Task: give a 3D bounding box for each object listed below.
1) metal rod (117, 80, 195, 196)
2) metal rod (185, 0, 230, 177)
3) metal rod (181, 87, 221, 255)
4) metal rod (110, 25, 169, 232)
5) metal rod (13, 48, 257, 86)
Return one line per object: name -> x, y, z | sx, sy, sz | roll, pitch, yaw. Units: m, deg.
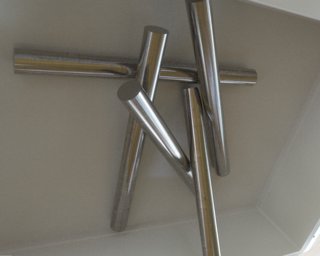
metal rod -> 0.024, 0.042, 0.411 | 0.025, 0.025, 0.300 | -38, 141, -3
metal rod -> 0.070, -0.028, 0.404 | 0.025, 0.025, 0.299 | -29, 137, -10
metal rod -> 0.061, 0.095, 0.420 | 0.025, 0.025, 0.298 | -11, 97, -23
metal rod -> -0.033, 0.024, 0.386 | 0.025, 0.025, 0.298 | -5, 127, -26
metal rod -> -0.005, -0.067, 0.365 | 0.303, 0.025, 0.025 | -2, 119, -28
